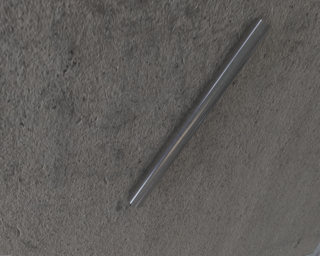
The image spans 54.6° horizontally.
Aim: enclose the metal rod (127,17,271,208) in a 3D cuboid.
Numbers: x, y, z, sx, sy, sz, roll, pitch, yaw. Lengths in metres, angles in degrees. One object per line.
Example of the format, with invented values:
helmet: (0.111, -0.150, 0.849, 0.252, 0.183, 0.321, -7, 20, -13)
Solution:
metal rod: (0.047, -0.013, 0.423, 0.025, 0.025, 0.299, 26, 104, -37)
